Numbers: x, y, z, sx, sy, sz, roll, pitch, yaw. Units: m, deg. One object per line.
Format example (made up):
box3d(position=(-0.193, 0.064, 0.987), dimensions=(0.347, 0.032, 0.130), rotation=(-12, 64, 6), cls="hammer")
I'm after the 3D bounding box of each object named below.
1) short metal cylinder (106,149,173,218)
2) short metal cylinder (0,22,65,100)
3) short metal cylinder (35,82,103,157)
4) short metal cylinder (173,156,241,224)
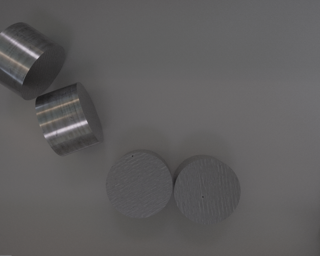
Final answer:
box3d(position=(-0.025, 0.069, 0.399), dimensions=(0.081, 0.050, 0.080), rotation=(0, 90, 0), cls="short metal cylinder")
box3d(position=(-0.164, -0.081, 0.382), dimensions=(0.050, 0.080, 0.080), rotation=(34, 90, 0), cls="short metal cylinder")
box3d(position=(-0.109, -0.011, 0.383), dimensions=(0.050, 0.080, 0.080), rotation=(-20, 90, 0), cls="short metal cylinder")
box3d(position=(0.057, 0.077, 0.399), dimensions=(0.081, 0.050, 0.080), rotation=(0, 90, 0), cls="short metal cylinder")
